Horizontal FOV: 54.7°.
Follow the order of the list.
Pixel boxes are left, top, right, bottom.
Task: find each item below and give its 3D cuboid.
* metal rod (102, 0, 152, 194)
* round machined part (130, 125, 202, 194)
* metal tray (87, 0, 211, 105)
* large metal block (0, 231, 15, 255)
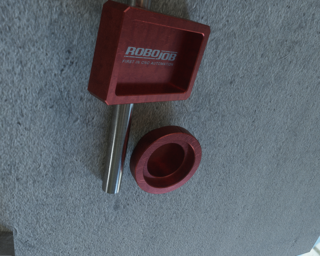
[{"bbox_3d":[-0.038,-0.049,0.356,0.025,0.025,0.298,-3,120,-28],"label":"metal rod"},{"bbox_3d":[0.004,0.039,0.424,0.099,0.042,0.097,-14,125,-21],"label":"round machined part"},{"bbox_3d":[-0.006,-0.074,0.326,0.131,0.030,0.089,-9,123,-47],"label":"metal tray"},{"bbox_3d":[-0.231,0.168,0.369,0.080,0.050,0.080,22,107,-37],"label":"large metal block"}]
